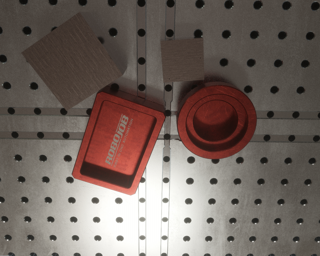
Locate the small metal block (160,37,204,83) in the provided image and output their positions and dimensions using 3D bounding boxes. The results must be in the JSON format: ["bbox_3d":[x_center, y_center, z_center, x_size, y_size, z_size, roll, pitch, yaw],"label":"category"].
[{"bbox_3d":[0.027,-0.085,0.383,0.050,0.025,0.050,-4,110,1],"label":"small metal block"}]

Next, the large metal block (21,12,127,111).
[{"bbox_3d":[-0.098,-0.080,0.369,0.080,0.050,0.080,-31,108,10],"label":"large metal block"}]

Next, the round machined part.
[{"bbox_3d":[0.070,-0.012,0.401,0.099,0.042,0.097,0,110,-1],"label":"round machined part"}]

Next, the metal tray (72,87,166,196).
[{"bbox_3d":[-0.056,0.019,0.417,0.091,0.030,0.129,19,109,-8],"label":"metal tray"}]
